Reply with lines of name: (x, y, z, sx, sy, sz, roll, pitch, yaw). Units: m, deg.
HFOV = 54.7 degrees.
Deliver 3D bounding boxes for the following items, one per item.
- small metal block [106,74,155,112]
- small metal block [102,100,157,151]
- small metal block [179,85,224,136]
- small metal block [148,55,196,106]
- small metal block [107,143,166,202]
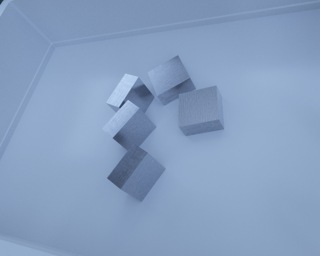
small metal block: (-0.040, -0.039, 0.433, 0.025, 0.050, 0.050, 20, 72, 35)
small metal block: (-0.039, 0.000, 0.409, 0.050, 0.050, 0.025, -49, 52, -6)
small metal block: (0.052, -0.021, 0.391, 0.050, 0.025, 0.050, -11, 57, 22)
small metal block: (0.016, -0.067, 0.437, 0.050, 0.025, 0.050, -28, 52, 10)
small metal block: (-0.027, 0.054, 0.369, 0.025, 0.050, 0.050, 29, 78, 37)
